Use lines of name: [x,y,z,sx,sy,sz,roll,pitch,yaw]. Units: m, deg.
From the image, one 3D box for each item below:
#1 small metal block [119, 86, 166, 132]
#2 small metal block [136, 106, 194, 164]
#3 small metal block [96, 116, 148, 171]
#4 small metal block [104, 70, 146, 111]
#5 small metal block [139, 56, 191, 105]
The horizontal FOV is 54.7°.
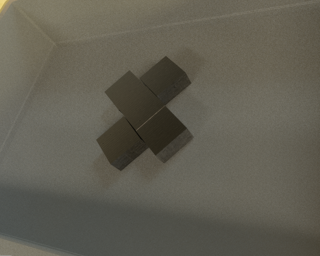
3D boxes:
small metal block: [-0.020,-0.022,0.426,0.050,0.025,0.050,-41,51,0]
small metal block: [0.006,0.008,0.395,0.050,0.025,0.050,-41,51,0]
small metal block: [-0.051,0.021,0.418,0.050,0.025,0.050,-41,51,1]
small metal block: [-0.046,-0.050,0.458,0.050,0.025,0.050,-41,51,0]
small metal block: [0.007,-0.067,0.441,0.050,0.025,0.050,-40,51,-1]
